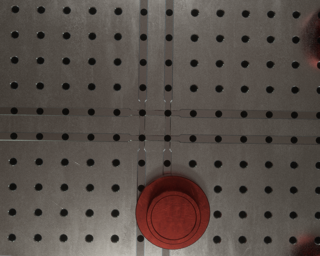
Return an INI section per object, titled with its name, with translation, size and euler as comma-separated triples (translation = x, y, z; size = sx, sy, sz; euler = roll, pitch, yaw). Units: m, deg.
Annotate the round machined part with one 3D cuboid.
[round machined part]
translation = 0.017, 0.111, 0.405
size = 0.099, 0.042, 0.097
euler = 0, 90, -1
